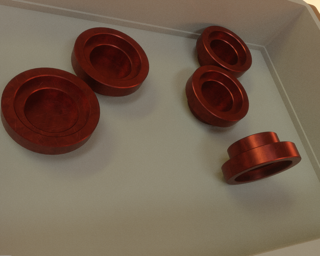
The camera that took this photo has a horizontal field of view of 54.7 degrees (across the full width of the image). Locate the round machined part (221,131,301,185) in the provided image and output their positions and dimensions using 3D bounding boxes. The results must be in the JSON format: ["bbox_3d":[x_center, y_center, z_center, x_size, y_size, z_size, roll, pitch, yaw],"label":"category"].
[{"bbox_3d":[0.128,0.038,0.407,0.099,0.097,0.042,-1,62,-29],"label":"round machined part"}]

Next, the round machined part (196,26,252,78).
[{"bbox_3d":[0.104,-0.123,0.528,0.099,0.042,0.098,14,56,-21],"label":"round machined part"}]

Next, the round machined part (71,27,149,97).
[{"bbox_3d":[-0.068,-0.082,0.409,0.099,0.042,0.098,14,56,-21],"label":"round machined part"}]

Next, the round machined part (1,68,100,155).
[{"bbox_3d":[-0.120,-0.015,0.340,0.099,0.042,0.098,14,56,-21],"label":"round machined part"}]

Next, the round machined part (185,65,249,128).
[{"bbox_3d":[0.081,-0.043,0.467,0.099,0.042,0.098,14,56,-21],"label":"round machined part"}]
